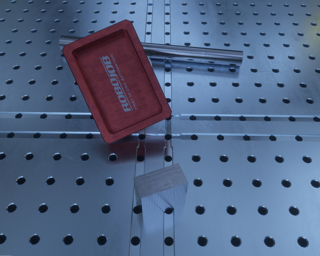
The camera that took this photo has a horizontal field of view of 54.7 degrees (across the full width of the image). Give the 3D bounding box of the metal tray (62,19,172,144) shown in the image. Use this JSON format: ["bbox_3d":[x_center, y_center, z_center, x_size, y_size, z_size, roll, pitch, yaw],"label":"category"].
[{"bbox_3d":[-0.052,-0.056,0.389,0.090,0.030,0.129,-24,93,-2],"label":"metal tray"}]

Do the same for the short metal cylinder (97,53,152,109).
[{"bbox_3d":[-0.051,-0.070,0.449,0.081,0.050,0.080,0,50,0],"label":"short metal cylinder"}]

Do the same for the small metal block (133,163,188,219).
[{"bbox_3d":[0.001,0.069,0.334,0.050,0.050,0.025,-16,52,-14],"label":"small metal block"}]

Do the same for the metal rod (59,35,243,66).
[{"bbox_3d":[-0.017,-0.129,0.515,0.302,0.025,0.025,6,50,4],"label":"metal rod"}]
